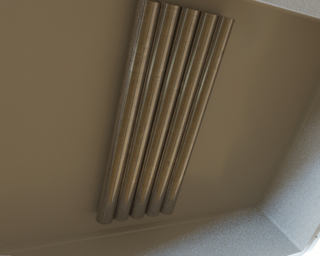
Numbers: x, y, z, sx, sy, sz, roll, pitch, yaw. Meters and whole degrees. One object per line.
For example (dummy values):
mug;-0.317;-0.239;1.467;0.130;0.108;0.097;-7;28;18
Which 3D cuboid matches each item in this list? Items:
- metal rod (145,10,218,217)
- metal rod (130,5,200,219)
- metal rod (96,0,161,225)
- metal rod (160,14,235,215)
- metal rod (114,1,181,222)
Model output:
metal rod;0.021;-0.001;0.417;0.025;0.025;0.298;0;118;-29
metal rod;-0.002;-0.002;0.405;0.025;0.025;0.298;0;118;-29
metal rod;-0.045;-0.001;0.381;0.025;0.025;0.298;0;118;-29
metal rod;0.043;-0.001;0.430;0.025;0.025;0.298;0;118;-29
metal rod;-0.024;-0.002;0.392;0.025;0.025;0.298;0;118;-29
